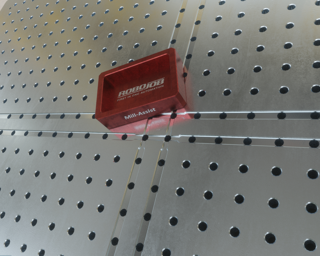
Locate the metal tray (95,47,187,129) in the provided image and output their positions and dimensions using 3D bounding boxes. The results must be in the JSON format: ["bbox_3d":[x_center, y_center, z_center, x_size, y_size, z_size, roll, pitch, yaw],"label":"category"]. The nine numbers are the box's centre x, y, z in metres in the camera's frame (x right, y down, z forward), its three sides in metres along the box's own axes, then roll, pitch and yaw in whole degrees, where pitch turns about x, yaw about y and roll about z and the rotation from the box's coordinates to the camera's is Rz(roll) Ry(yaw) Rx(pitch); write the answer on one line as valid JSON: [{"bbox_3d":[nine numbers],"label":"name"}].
[{"bbox_3d":[-0.030,-0.058,0.457,0.130,0.030,0.090,-15,55,19],"label":"metal tray"}]
